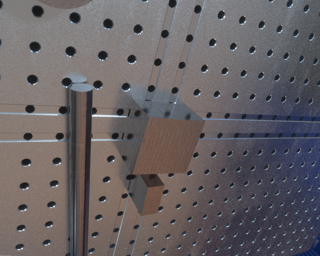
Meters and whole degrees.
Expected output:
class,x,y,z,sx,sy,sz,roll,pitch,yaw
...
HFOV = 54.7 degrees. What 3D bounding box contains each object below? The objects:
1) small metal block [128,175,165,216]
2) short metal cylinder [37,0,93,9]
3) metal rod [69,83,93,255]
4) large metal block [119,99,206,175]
class,x,y,z,sx,sy,sz,roll,pitch,yaw
small metal block,-0.020,0.087,0.439,0.025,0.050,0.050,-1,119,-28
short metal cylinder,-0.086,-0.146,0.258,0.081,0.050,0.079,-14,125,-21
metal rod,-0.105,0.086,0.407,0.025,0.025,0.298,-6,121,-26
large metal block,0.001,0.013,0.405,0.081,0.050,0.079,3,117,-30
